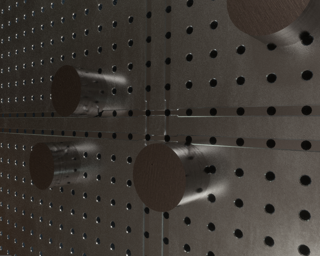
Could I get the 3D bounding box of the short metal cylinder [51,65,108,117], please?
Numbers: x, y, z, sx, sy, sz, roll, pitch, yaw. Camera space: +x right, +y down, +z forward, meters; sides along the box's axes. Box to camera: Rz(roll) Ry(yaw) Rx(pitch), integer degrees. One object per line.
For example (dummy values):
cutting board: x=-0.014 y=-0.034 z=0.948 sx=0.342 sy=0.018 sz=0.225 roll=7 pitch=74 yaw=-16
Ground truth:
short metal cylinder: x=-0.130 y=-0.057 z=0.498 sx=0.080 sy=0.050 sz=0.079 roll=0 pitch=90 yaw=39

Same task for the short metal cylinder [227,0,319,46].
short metal cylinder: x=0.113 y=-0.124 z=0.299 sx=0.080 sy=0.050 sz=0.079 roll=0 pitch=90 yaw=39

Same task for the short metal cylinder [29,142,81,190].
short metal cylinder: x=-0.185 y=0.064 z=0.542 sx=0.080 sy=0.050 sz=0.079 roll=0 pitch=90 yaw=39

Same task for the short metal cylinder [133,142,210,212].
short metal cylinder: x=0.013 y=0.058 z=0.380 sx=0.080 sy=0.050 sz=0.079 roll=0 pitch=90 yaw=39
